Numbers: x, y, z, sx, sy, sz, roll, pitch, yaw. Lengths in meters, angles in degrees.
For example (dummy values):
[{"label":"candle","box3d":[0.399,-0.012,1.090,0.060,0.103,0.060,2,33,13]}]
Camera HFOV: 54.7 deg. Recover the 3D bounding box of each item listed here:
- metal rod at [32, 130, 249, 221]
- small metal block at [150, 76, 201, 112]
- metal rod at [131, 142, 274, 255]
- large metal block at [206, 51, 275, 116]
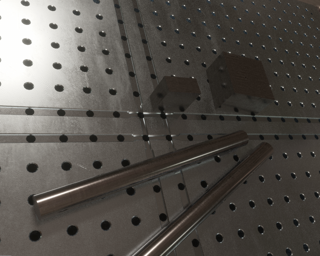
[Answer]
[{"label":"metal rod","box3d":[0.003,0.046,0.382,0.303,0.025,0.025,-14,69,-34]},{"label":"small metal block","box3d":[0.021,-0.046,0.433,0.050,0.050,0.025,0,62,-29]},{"label":"metal rod","box3d":[0.060,0.092,0.386,0.302,0.025,0.025,-30,79,-38]},{"label":"large metal block","box3d":[0.130,-0.071,0.508,0.081,0.050,0.080,6,59,-25]}]
